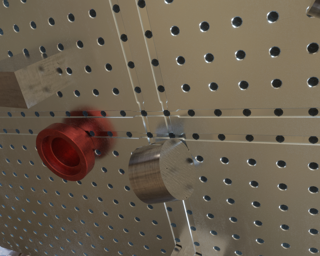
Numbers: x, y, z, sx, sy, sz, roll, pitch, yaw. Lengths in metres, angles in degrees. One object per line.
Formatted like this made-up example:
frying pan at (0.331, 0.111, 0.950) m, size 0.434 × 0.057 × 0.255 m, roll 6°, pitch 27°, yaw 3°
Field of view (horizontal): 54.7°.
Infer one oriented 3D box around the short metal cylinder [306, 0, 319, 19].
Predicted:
short metal cylinder at (0.152, -0.114, 0.225) m, size 0.050 × 0.080 × 0.079 m, roll 26°, pitch 128°, yaw 12°

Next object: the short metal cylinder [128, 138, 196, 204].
short metal cylinder at (0.004, 0.057, 0.409) m, size 0.050 × 0.080 × 0.080 m, roll -17°, pitch 110°, yaw 35°

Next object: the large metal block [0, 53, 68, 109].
large metal block at (-0.193, -0.069, 0.435) m, size 0.080 × 0.080 × 0.050 m, roll 5°, pitch 121°, yaw 25°

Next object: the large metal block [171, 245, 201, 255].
large metal block at (0.051, 0.261, 0.529) m, size 0.080 × 0.050 × 0.079 m, roll 16°, pitch 125°, yaw 19°

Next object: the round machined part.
round machined part at (-0.146, 0.034, 0.498) m, size 0.098 × 0.042 × 0.097 m, roll 13°, pitch 124°, yaw 21°
